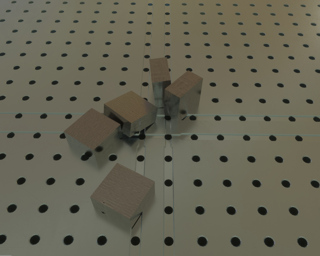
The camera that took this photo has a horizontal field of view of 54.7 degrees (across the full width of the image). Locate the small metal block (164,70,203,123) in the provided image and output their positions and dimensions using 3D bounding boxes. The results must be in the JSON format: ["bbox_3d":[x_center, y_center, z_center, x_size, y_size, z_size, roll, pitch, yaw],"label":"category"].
[{"bbox_3d":[0.032,-0.043,0.428,0.025,0.050,0.050,34,58,24],"label":"small metal block"}]

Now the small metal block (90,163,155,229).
[{"bbox_3d":[-0.040,0.074,0.345,0.050,0.025,0.050,24,54,18],"label":"small metal block"}]

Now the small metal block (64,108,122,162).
[{"bbox_3d":[-0.085,0.008,0.400,0.050,0.025,0.050,29,56,21],"label":"small metal block"}]

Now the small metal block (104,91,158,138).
[{"bbox_3d":[-0.040,-0.020,0.418,0.050,0.025,0.050,35,46,25],"label":"small metal block"}]

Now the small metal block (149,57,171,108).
[{"bbox_3d":[0.002,-0.065,0.445,0.025,0.050,0.050,-8,50,1],"label":"small metal block"}]
